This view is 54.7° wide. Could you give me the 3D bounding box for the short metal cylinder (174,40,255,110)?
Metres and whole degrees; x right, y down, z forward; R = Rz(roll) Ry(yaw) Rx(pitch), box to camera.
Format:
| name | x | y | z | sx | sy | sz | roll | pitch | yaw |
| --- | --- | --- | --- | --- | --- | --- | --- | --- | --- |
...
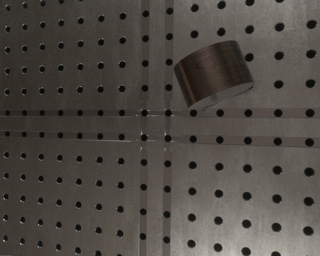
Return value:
| name | x | y | z | sx | sy | sz | roll | pitch | yaw |
| --- | --- | --- | --- | --- | --- | --- | --- | --- | --- |
| short metal cylinder | 0.062 | -0.059 | 0.361 | 0.080 | 0.080 | 0.050 | -22 | 83 | 18 |
